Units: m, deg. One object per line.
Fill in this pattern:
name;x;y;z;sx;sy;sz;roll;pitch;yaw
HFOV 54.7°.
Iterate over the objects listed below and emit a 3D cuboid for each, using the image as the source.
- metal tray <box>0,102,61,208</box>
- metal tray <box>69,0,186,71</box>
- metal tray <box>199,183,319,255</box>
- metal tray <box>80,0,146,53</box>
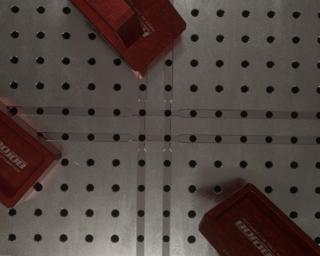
metal tray;-0.211;0.029;0.408;0.130;0.030;0.090;40;90;-1
metal tray;-0.041;-0.147;0.386;0.090;0.030;0.130;-44;113;0
metal tray;0.121;0.136;0.362;0.091;0.030;0.130;-25;56;-32
metal tray;-0.077;-0.156;0.371;0.030;0.090;0.130;-44;84;2
